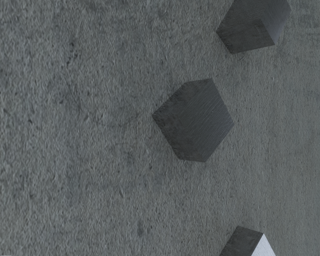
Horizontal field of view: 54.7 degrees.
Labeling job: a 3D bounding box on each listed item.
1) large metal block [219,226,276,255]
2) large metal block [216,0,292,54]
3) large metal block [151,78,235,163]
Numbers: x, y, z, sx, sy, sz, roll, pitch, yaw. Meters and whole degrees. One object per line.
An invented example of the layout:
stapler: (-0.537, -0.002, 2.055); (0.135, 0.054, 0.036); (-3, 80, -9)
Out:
large metal block: (0.145, 0.224, 0.510); (0.080, 0.050, 0.080); (-46, 118, -30)
large metal block: (0.149, -0.170, 0.493); (0.050, 0.080, 0.080); (45, 63, -31)
large metal block: (0.048, -0.011, 0.428); (0.080, 0.050, 0.080); (-46, 118, -30)
